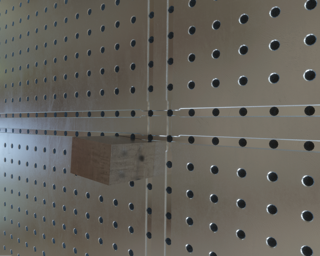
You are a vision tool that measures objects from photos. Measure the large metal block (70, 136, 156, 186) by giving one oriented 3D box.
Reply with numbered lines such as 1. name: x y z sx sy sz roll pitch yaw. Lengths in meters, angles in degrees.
1. large metal block: -0.064 0.040 0.428 0.080 0.081 0.050 7 95 40
